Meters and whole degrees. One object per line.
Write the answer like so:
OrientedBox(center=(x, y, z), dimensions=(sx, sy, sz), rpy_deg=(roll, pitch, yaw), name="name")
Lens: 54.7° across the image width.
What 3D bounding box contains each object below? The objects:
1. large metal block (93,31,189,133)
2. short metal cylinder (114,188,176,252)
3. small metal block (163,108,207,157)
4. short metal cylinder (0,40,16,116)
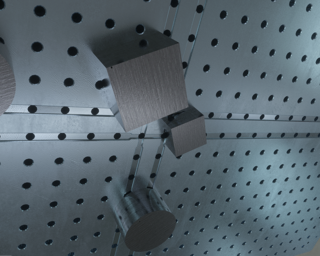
OrientedBox(center=(-0.020, -0.053, 0.351), dimensions=(0.081, 0.050, 0.080), rpy_deg=(-23, 127, -15), name="large metal block")
OrientedBox(center=(-0.023, 0.138, 0.468), dimensions=(0.081, 0.050, 0.079), rpy_deg=(-14, 124, -21), name="short metal cylinder")
OrientedBox(center=(0.036, 0.006, 0.434), dimensions=(0.050, 0.025, 0.050), rpy_deg=(-22, 127, -15), name="small metal block")
OrientedBox(center=(-0.172, -0.047, 0.272), dimensions=(0.081, 0.050, 0.079), rpy_deg=(-14, 124, -21), name="short metal cylinder")
